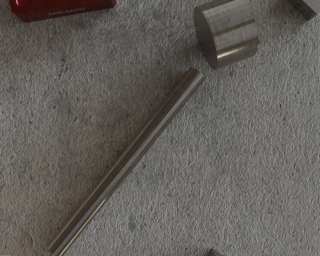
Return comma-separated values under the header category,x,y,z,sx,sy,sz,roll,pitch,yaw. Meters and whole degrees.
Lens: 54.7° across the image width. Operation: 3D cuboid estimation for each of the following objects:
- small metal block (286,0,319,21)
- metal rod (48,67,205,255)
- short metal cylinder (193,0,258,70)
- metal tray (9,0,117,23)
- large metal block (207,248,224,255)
category,x,y,z,sx,sy,sz,roll,pitch,yaw
small metal block,0.203,-0.182,0.413,0.050,0.025,0.050,44,90,-1
metal rod,-0.044,0.044,0.409,0.025,0.025,0.300,39,90,-1
short metal cylinder,0.079,-0.118,0.384,0.050,0.080,0.080,-20,90,0
metal tray,-0.130,-0.197,0.405,0.131,0.030,0.089,-10,90,-1
large metal block,0.083,0.220,0.399,0.080,0.050,0.080,33,90,-1
